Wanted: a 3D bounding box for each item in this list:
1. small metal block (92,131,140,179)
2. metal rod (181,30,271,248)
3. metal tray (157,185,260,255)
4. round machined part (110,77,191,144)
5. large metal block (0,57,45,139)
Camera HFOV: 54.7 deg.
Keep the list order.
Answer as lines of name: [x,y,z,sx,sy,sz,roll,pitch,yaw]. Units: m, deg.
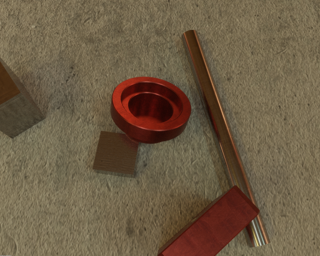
small metal block: [-0.054,0.034,0.395,0.050,0.025,0.050,8,70,3]
metal rod: [0.080,-0.001,0.409,0.025,0.025,0.299,-13,71,-5]
metal tray: [0.041,0.107,0.314,0.090,0.130,0.030,-38,75,-13]
round machined part: [-0.013,-0.018,0.393,0.099,0.042,0.098,8,45,-8]
large metal block: [-0.201,-0.043,0.393,0.050,0.080,0.080,-35,74,-12]
